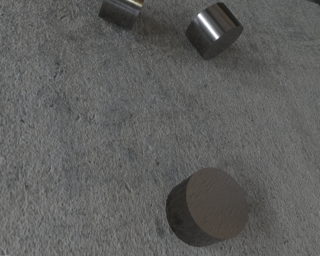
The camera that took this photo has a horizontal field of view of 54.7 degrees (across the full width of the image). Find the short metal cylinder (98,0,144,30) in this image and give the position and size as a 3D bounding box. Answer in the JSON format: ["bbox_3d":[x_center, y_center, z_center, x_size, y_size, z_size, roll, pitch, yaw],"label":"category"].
[{"bbox_3d":[-0.053,-0.192,0.457,0.050,0.080,0.080,20,54,-16],"label":"short metal cylinder"}]

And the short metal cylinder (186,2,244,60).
[{"bbox_3d":[0.090,-0.159,0.514,0.081,0.080,0.050,-26,77,-37],"label":"short metal cylinder"}]

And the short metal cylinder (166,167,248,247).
[{"bbox_3d":[0.054,0.092,0.360,0.081,0.050,0.080,14,56,-21],"label":"short metal cylinder"}]
